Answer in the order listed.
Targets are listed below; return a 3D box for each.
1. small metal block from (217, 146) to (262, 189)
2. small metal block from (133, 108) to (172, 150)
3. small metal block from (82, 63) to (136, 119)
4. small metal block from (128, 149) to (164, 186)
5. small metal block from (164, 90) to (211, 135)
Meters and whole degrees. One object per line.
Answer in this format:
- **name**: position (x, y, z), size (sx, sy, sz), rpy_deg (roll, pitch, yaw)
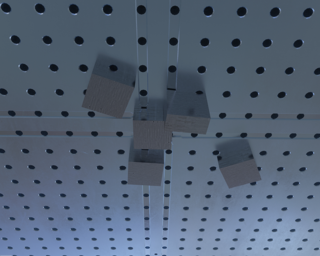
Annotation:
- **small metal block**: position (0.119, 0.060, 0.463), size (0.050, 0.025, 0.050), rpy_deg (-19, 128, 15)
- **small metal block**: position (-0.009, 0.002, 0.413), size (0.050, 0.025, 0.050), rpy_deg (1, 130, -1)
- **small metal block**: position (-0.062, -0.044, 0.374), size (0.050, 0.025, 0.050), rpy_deg (17, 128, -14)
- **small metal block**: position (-0.022, 0.060, 0.462), size (0.050, 0.025, 0.050), rpy_deg (4, 130, -4)
- **small metal block**: position (0.031, -0.020, 0.378), size (0.050, 0.050, 0.025), rpy_deg (6, 130, -5)
